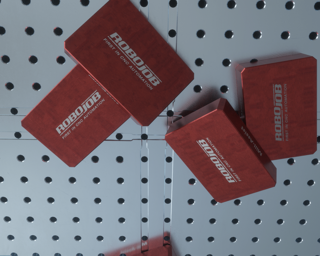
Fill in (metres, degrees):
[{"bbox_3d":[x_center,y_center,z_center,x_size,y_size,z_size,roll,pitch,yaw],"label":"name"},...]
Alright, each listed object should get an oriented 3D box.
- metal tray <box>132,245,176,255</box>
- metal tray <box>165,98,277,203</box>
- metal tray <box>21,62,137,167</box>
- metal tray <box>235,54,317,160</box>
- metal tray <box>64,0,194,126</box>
[{"bbox_3d":[-0.027,0.251,0.503,0.130,0.030,0.090,-20,109,7],"label":"metal tray"},{"bbox_3d":[0.080,0.034,0.406,0.090,0.030,0.130,-28,109,33],"label":"metal tray"},{"bbox_3d":[-0.101,-0.021,0.402,0.130,0.030,0.090,-41,105,13],"label":"metal tray"},{"bbox_3d":[0.152,-0.023,0.403,0.090,0.030,0.129,-9,110,3],"label":"metal tray"},{"bbox_3d":[-0.034,-0.077,0.365,0.090,0.030,0.130,-47,105,-8],"label":"metal tray"}]
